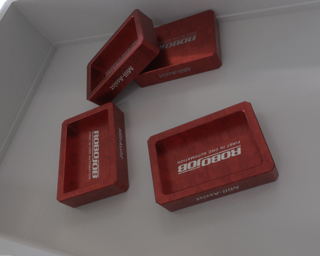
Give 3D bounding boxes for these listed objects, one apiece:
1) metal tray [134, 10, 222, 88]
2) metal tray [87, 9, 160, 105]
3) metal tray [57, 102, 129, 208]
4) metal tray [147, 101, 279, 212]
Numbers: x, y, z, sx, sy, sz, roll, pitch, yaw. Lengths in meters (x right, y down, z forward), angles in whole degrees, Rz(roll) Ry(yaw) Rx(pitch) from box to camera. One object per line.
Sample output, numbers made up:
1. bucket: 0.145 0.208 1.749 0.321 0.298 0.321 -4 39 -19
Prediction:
1. metal tray: 0.023 -0.117 0.463 0.130 0.030 0.090 -11 57 22
2. metal tray: -0.060 -0.102 0.462 0.130 0.030 0.090 -40 41 28
3. metal tray: -0.094 0.035 0.430 0.090 0.030 0.130 -20 54 16
4. metal tray: 0.054 0.033 0.353 0.130 0.030 0.090 -21 54 15
